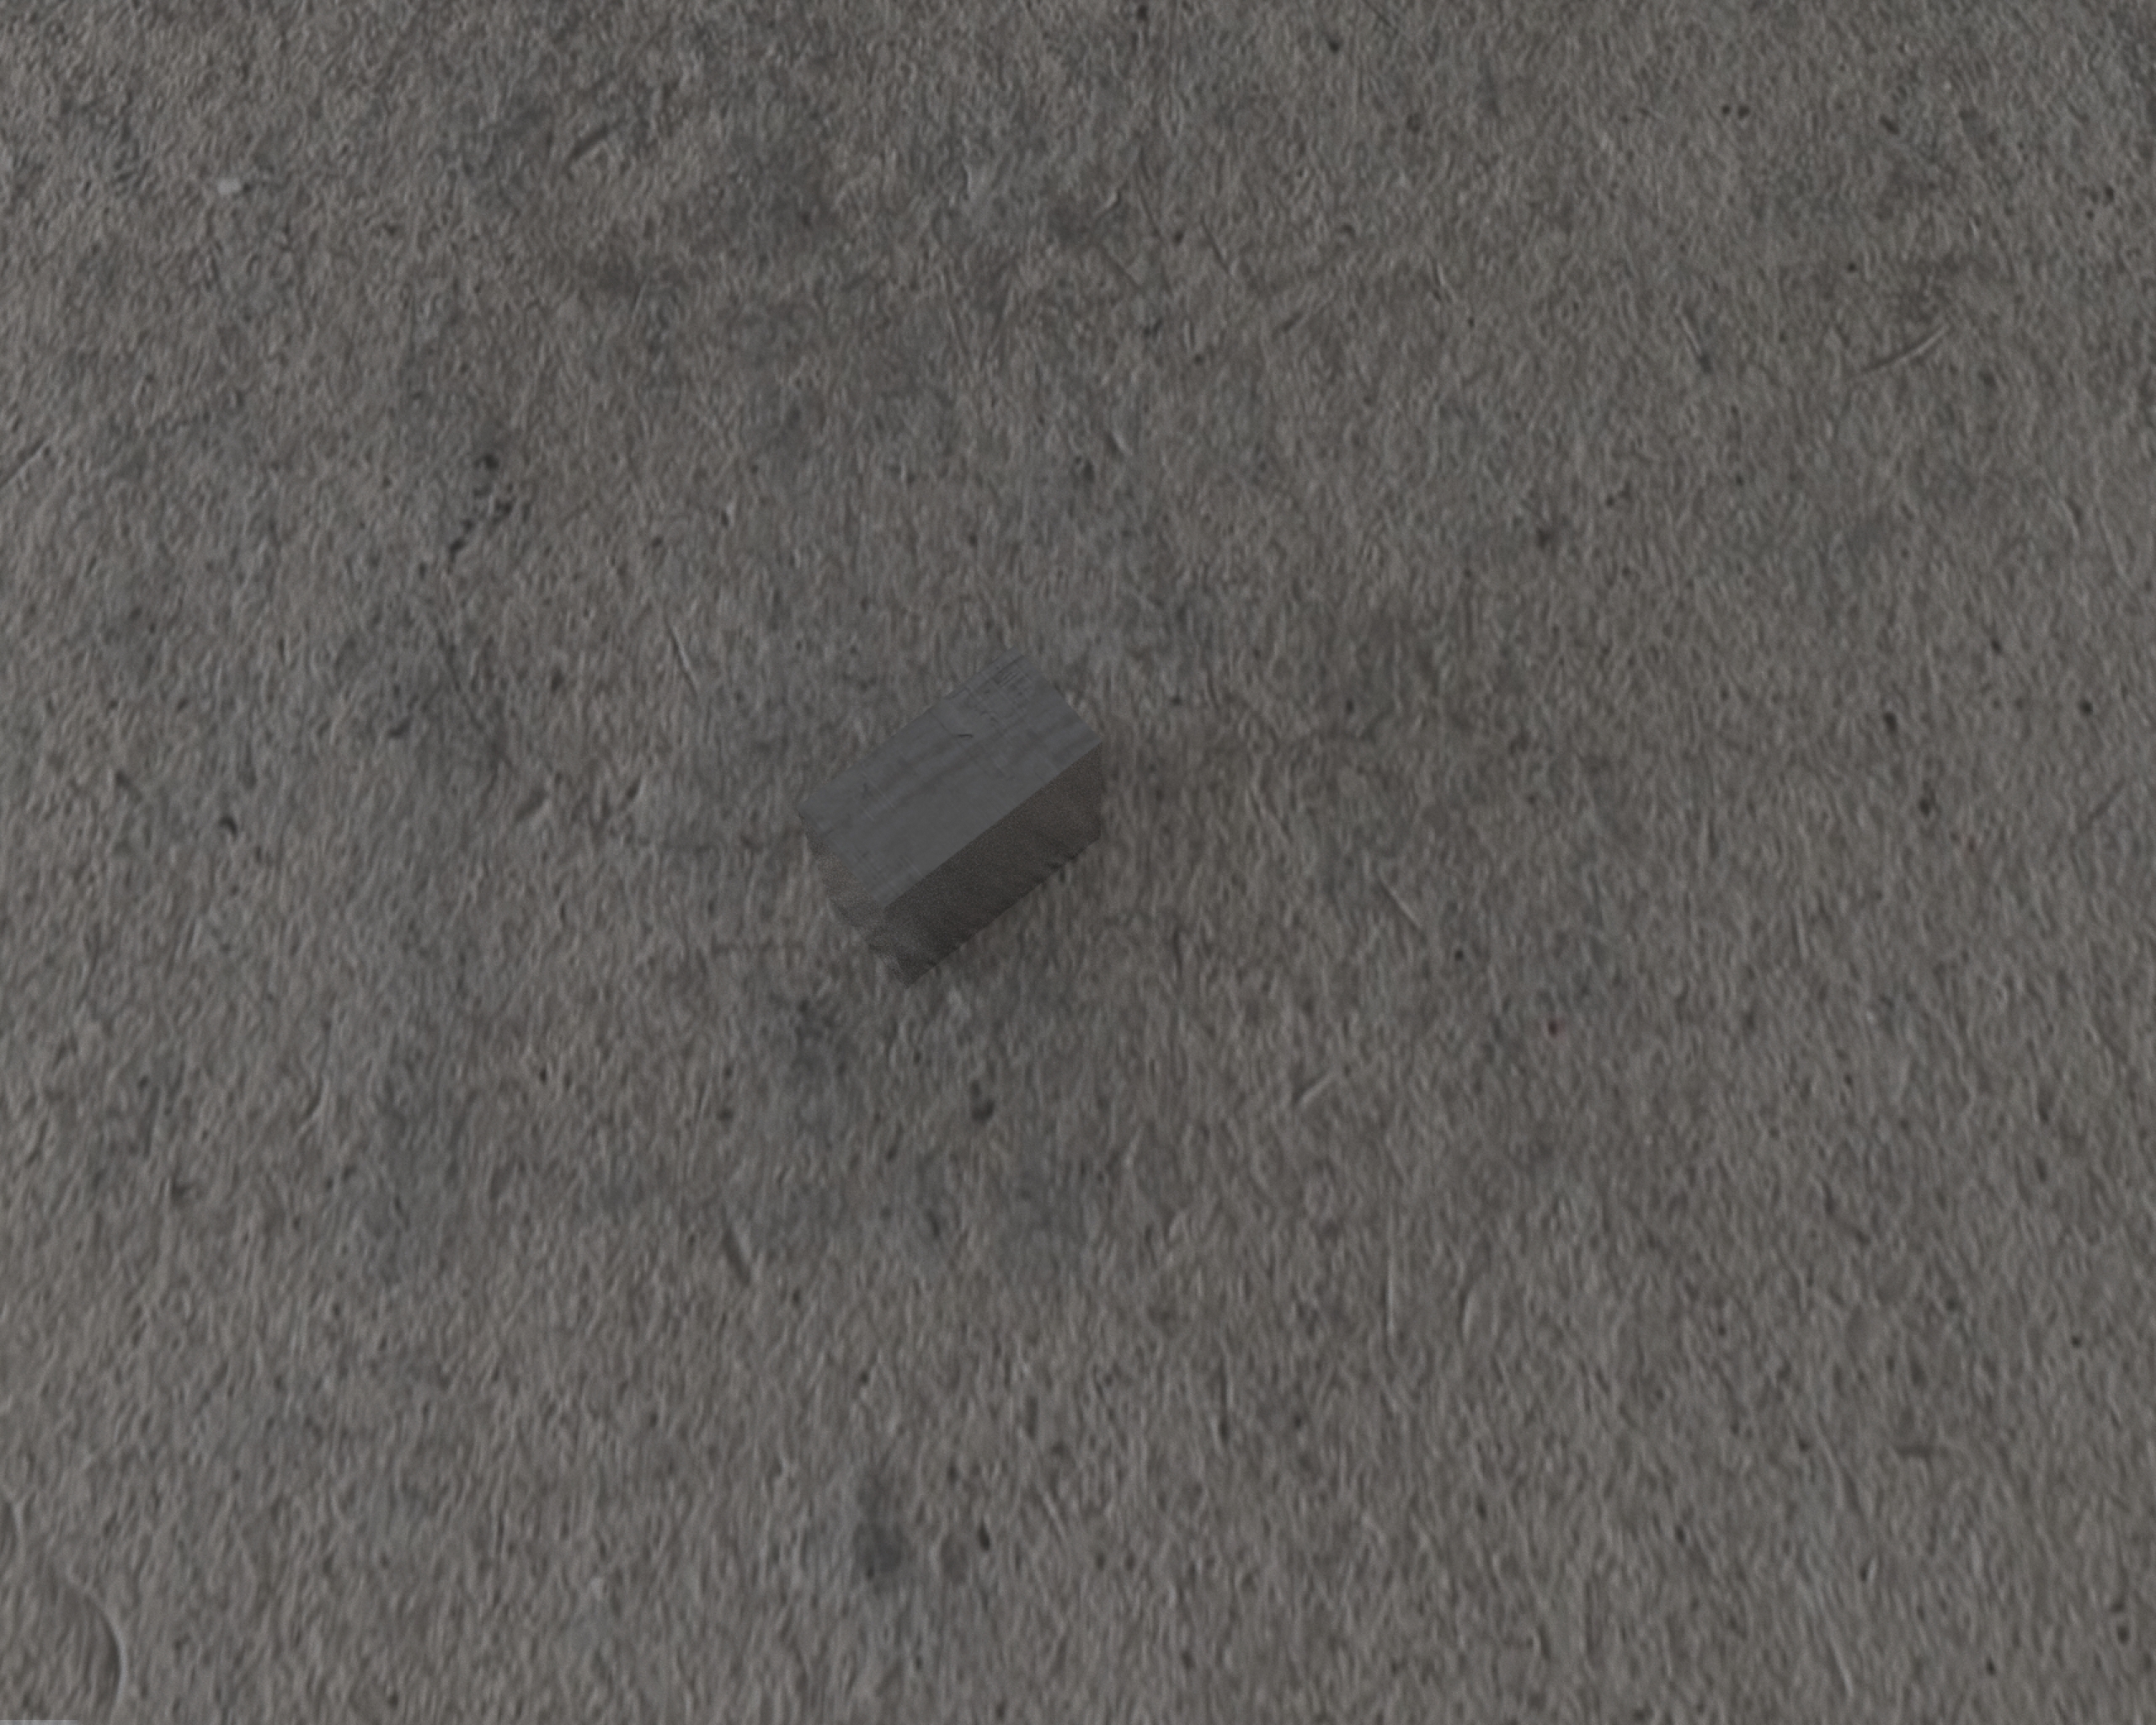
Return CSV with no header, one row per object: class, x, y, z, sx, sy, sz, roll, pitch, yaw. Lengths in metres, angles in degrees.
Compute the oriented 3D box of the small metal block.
small metal block,-0.023,-0.007,0.398,0.050,0.050,0.025,-38,75,-13
